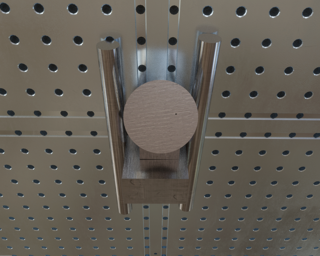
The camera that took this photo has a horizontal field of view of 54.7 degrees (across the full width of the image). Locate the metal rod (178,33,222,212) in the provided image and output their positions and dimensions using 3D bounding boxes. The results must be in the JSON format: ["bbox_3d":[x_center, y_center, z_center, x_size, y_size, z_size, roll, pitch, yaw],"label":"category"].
[{"bbox_3d":[0.048,0.017,0.427,0.025,0.025,0.298,1,130,-1],"label":"metal rod"}]

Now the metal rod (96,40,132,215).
[{"bbox_3d":[-0.058,0.024,0.431,0.025,0.025,0.298,0,130,-1],"label":"metal rod"}]

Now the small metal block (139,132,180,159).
[{"bbox_3d":[-0.001,0.014,0.407,0.050,0.050,0.025,1,130,-2],"label":"small metal block"}]

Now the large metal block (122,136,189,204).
[{"bbox_3d":[-0.006,0.054,0.418,0.081,0.080,0.050,1,130,-1],"label":"large metal block"}]

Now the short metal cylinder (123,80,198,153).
[{"bbox_3d":[0.001,-0.011,0.358,0.081,0.050,0.080,0,86,-1],"label":"short metal cylinder"}]
